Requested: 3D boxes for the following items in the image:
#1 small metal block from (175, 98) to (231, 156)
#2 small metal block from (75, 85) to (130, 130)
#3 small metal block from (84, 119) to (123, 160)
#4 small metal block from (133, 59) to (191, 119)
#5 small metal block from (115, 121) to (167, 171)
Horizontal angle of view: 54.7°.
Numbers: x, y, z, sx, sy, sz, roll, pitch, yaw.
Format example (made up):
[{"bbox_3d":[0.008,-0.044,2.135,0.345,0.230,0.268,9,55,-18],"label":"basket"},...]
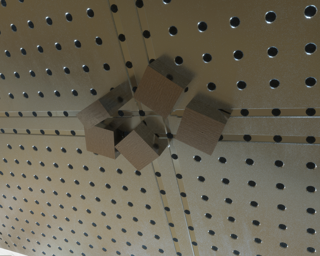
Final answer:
[{"bbox_3d":[0.052,-0.001,0.382,0.050,0.025,0.050,25,127,12],"label":"small metal block"},{"bbox_3d":[-0.076,-0.028,0.416,0.050,0.050,0.025,-26,104,37],"label":"small metal block"},{"bbox_3d":[-0.083,0.014,0.462,0.050,0.025,0.050,15,125,19],"label":"small metal block"},{"bbox_3d":[0.002,-0.047,0.380,0.050,0.025,0.050,34,129,5],"label":"small metal block"},{"bbox_3d":[-0.028,0.027,0.441,0.050,0.025,0.050,46,129,-5],"label":"small metal block"}]
